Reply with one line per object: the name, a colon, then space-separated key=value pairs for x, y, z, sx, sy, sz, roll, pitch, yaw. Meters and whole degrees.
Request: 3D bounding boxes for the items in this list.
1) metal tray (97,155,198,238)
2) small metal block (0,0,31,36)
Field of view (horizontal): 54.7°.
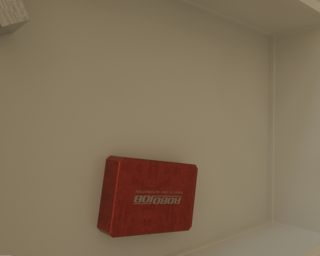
metal tray: x=-0.010 y=0.086 z=0.397 sx=0.131 sy=0.030 sz=0.090 roll=11 pitch=83 yaw=-40
small metal block: x=-0.144 y=-0.110 z=0.270 sx=0.025 sy=0.050 sz=0.050 roll=-33 pitch=111 yaw=-35
